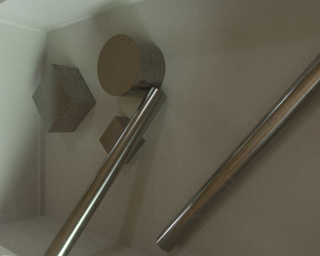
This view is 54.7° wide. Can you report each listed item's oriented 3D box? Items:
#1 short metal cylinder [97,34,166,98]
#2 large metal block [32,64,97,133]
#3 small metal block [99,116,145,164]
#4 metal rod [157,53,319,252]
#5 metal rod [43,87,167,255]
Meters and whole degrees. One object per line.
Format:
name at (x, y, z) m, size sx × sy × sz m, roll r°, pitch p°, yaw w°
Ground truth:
short metal cylinder at (-0.040, -0.082, 0.421) m, size 0.080 × 0.050 × 0.079 m, roll 0°, pitch 90°, yaw 39°
large metal block at (-0.163, -0.048, 0.522) m, size 0.080 × 0.050 × 0.080 m, roll -46°, pitch 63°, yaw 30°
small metal block at (-0.056, 0.018, 0.451) m, size 0.050 × 0.025 × 0.050 m, roll -52°, pitch 60°, yaw 27°
metal rod at (0.084, 0.038, 0.335) m, size 0.025 × 0.025 × 0.298 m, roll 50°, pitch 119°, yaw 28°
metal rod at (-0.079, 0.079, 0.384) m, size 0.025 × 0.025 × 0.300 m, roll 24°, pitch 78°, yaw 37°
